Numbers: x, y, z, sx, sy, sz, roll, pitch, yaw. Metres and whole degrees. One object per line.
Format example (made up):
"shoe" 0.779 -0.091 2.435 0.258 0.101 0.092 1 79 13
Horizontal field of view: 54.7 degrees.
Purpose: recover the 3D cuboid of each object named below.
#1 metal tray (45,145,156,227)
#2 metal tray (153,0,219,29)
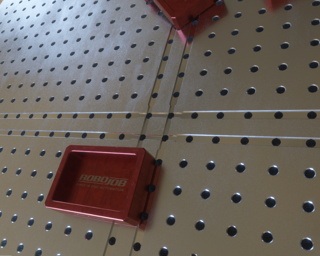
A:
"metal tray" -0.078 0.070 0.401 0.130 0.030 0.090 1 62 28
"metal tray" 0.028 -0.238 0.513 0.090 0.030 0.130 -36 66 5
